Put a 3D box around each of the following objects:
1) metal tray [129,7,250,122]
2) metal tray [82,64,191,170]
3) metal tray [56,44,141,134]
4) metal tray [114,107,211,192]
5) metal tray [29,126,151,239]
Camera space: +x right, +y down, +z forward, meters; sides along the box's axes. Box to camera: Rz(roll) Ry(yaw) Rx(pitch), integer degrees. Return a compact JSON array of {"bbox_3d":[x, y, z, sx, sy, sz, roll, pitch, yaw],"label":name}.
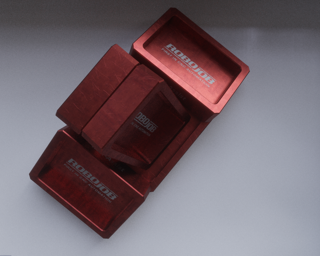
[{"bbox_3d":[0.038,-0.081,0.390,0.130,0.030,0.090,39,64,0],"label":"metal tray"},{"bbox_3d":[-0.018,-0.004,0.345,0.030,0.130,0.090,40,90,23],"label":"metal tray"},{"bbox_3d":[-0.059,-0.037,0.355,0.030,0.130,0.090,40,90,0],"label":"metal tray"},{"bbox_3d":[-0.006,0.006,0.407,0.090,0.030,0.130,39,90,-1],"label":"metal tray"},{"bbox_3d":[-0.088,0.067,0.389,0.130,0.030,0.090,40,114,-1],"label":"metal tray"}]
